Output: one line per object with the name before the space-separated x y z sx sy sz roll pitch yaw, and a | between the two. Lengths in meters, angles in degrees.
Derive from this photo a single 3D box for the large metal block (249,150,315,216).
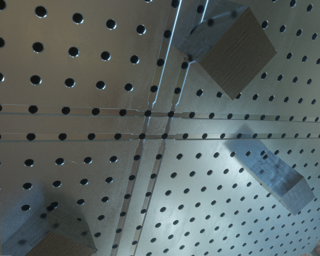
large metal block | 0.218 0.098 0.554 0.050 0.080 0.080 -43 129 2

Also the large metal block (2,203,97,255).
large metal block | -0.147 0.159 0.413 0.080 0.050 0.080 -44 129 2

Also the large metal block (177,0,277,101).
large metal block | 0.083 -0.094 0.381 0.080 0.050 0.080 -48 129 5
